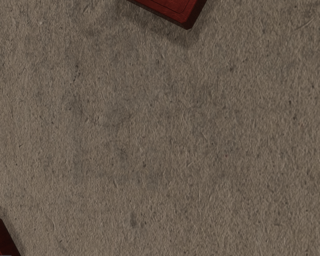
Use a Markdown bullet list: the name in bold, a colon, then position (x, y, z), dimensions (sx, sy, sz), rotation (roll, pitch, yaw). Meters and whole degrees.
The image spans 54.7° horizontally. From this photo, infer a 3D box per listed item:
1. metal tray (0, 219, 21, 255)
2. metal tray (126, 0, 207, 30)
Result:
- **metal tray**: position (-0.295, 0.220, 0.507), dimensions (0.130, 0.030, 0.090), rotation (-37, 79, 16)
- **metal tray**: position (0.003, -0.198, 0.404), dimensions (0.130, 0.030, 0.090), rotation (32, 100, 16)
